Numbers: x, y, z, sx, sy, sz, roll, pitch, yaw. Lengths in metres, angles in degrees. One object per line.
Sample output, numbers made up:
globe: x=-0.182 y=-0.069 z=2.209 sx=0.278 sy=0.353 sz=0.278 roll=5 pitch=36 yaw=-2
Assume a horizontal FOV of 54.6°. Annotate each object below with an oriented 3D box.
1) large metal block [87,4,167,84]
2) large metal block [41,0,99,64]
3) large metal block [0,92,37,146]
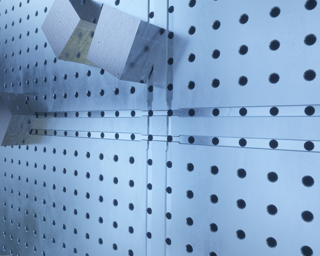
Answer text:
large metal block: x=-0.049 y=-0.117 z=0.435 sx=0.080 sy=0.050 sz=0.080 roll=35 pitch=112 yaw=34
large metal block: x=-0.145 y=-0.167 z=0.515 sx=0.080 sy=0.050 sz=0.080 roll=-47 pitch=62 yaw=30
large metal block: x=-0.313 y=-0.019 z=0.654 sx=0.080 sy=0.050 sz=0.080 roll=46 pitch=117 yaw=30
